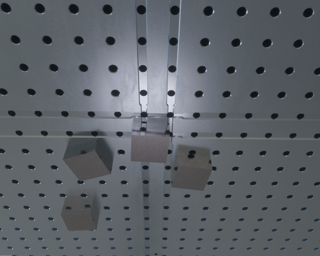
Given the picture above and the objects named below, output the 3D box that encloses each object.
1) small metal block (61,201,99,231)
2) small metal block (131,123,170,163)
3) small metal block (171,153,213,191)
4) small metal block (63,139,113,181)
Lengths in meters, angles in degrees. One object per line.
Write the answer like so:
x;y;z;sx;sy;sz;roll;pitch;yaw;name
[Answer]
-0.139;0.154;0.541;0.050;0.025;0.050;-3;130;2;small metal block
-0.014;0.021;0.429;0.050;0.025;0.050;4;130;-3;small metal block
0.047;0.067;0.469;0.050;0.025;0.050;8;130;-7;small metal block
-0.103;0.047;0.451;0.050;0.025;0.050;-15;129;12;small metal block
